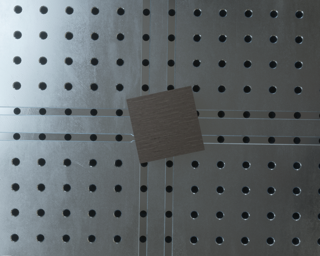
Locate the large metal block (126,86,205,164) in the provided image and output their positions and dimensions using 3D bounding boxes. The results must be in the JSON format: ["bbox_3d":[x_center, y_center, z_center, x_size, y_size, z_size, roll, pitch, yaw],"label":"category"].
[{"bbox_3d":[0.007,-0.004,0.400,0.080,0.050,0.080,-12,90,0],"label":"large metal block"}]
